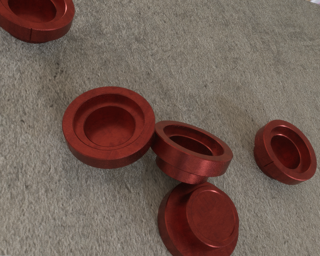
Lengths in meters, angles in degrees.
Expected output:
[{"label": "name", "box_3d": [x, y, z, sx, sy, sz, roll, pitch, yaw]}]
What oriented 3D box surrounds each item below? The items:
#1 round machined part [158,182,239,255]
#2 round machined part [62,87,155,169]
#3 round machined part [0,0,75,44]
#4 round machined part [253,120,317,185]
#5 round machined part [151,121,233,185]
[{"label": "round machined part", "box_3d": [0.051, 0.105, 0.356, 0.099, 0.042, 0.098, 14, 56, -21]}, {"label": "round machined part", "box_3d": [-0.056, 0.003, 0.348, 0.099, 0.042, 0.098, 3, 55, -3]}, {"label": "round machined part", "box_3d": [-0.163, -0.147, 0.395, 0.099, 0.042, 0.098, 14, 56, -21]}, {"label": "round machined part", "box_3d": [0.182, 0.040, 0.466, 0.099, 0.042, 0.098, 14, 56, -21]}, {"label": "round machined part", "box_3d": [0.033, 0.031, 0.372, 0.099, 0.042, 0.098, 18, 20, -6]}]
